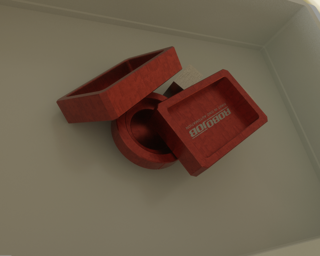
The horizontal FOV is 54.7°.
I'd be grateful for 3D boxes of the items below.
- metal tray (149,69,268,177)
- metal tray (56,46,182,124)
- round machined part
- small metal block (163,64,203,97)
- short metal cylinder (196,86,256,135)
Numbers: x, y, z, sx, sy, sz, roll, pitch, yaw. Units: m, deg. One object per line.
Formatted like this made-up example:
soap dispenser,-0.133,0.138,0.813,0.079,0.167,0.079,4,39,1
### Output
metal tray,0.063,-0.011,0.382,0.131,0.030,0.090,-31,78,-34
metal tray,-0.045,-0.052,0.369,0.131,0.090,0.030,-43,119,-40
round machined part,-0.014,0.006,0.384,0.099,0.042,0.098,14,56,-21
small metal block,0.029,-0.056,0.438,0.025,0.050,0.050,40,49,-2
short metal cylinder,0.096,-0.023,0.455,0.081,0.050,0.080,14,56,-21
